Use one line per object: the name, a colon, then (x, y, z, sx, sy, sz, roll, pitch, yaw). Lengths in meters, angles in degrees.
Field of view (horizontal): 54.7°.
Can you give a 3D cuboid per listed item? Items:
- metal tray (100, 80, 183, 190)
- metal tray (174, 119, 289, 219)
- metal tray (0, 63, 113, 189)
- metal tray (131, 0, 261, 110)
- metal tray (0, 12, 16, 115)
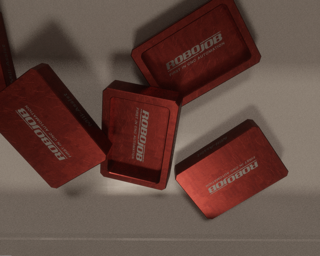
metal tray: (-0.026, 0.011, 0.392, 0.090, 0.030, 0.129, 12, 120, 7)
metal tray: (0.097, 0.059, 0.432, 0.130, 0.030, 0.090, -34, 107, 11)
metal tray: (-0.131, 0.001, 0.369, 0.090, 0.030, 0.130, -30, 108, 18)
metal tray: (0.042, -0.089, 0.376, 0.130, 0.030, 0.090, -30, 108, 10)
metal tray: (-0.231, -0.075, 0.378, 0.091, 0.030, 0.129, -4, 110, 1)
